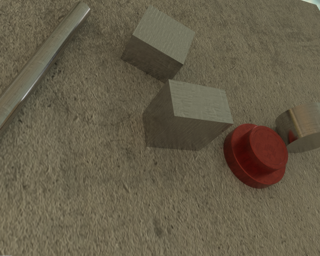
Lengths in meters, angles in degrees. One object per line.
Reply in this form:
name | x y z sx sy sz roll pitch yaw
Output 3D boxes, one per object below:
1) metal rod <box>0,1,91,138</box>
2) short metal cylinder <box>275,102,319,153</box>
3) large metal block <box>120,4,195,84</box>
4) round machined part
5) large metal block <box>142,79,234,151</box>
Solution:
metal rod | -0.151 -0.058 0.358 0.025 0.025 0.300 28 52 -12
short metal cylinder | 0.233 0.001 0.496 0.081 0.080 0.050 4 60 -27
large metal block | -0.002 -0.125 0.464 0.080 0.050 0.080 28 52 -11
round machined part | 0.146 0.035 0.452 0.099 0.042 0.098 14 56 -21
large metal block | 0.032 -0.012 0.395 0.081 0.080 0.050 7 59 -25
